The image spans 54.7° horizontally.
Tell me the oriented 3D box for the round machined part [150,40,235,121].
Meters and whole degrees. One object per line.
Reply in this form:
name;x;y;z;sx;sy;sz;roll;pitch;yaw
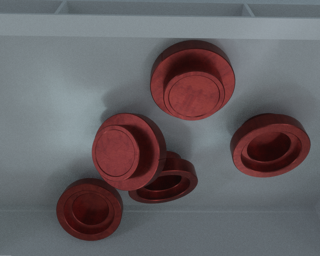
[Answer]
round machined part;0.038;-0.047;0.358;0.099;0.042;0.097;0;130;0

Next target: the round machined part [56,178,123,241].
round machined part;-0.107;0.123;0.486;0.099;0.042;0.097;0;106;0

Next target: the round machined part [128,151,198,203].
round machined part;0.002;0.068;0.445;0.099;0.042;0.097;-8;144;-6

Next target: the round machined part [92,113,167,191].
round machined part;-0.045;0.030;0.385;0.098;0.098;0.042;-31;167;23

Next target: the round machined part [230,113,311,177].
round machined part;0.143;0.019;0.415;0.099;0.042;0.097;0;130;0
